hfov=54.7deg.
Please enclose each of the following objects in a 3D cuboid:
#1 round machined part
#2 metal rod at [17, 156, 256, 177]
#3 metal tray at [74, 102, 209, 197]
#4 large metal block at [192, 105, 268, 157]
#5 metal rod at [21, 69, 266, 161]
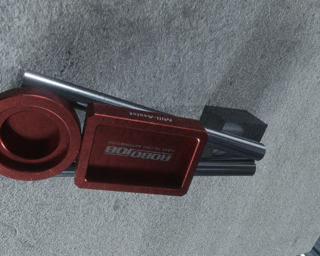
[{"bbox_3d":[-0.133,0.003,0.320,0.099,0.042,0.097,-7,119,-13],"label":"round machined part"},{"bbox_3d":[-0.019,0.048,0.387,0.302,0.025,0.025,2,118,-16],"label":"metal rod"},{"bbox_3d":[-0.021,0.028,0.344,0.131,0.030,0.089,9,115,-19],"label":"metal tray"},{"bbox_3d":[0.098,0.017,0.456,0.081,0.050,0.079,4,117,-31],"label":"large metal block"},{"bbox_3d":[-0.001,-0.007,0.363,0.302,0.025,0.025,16,110,-22],"label":"metal rod"}]
